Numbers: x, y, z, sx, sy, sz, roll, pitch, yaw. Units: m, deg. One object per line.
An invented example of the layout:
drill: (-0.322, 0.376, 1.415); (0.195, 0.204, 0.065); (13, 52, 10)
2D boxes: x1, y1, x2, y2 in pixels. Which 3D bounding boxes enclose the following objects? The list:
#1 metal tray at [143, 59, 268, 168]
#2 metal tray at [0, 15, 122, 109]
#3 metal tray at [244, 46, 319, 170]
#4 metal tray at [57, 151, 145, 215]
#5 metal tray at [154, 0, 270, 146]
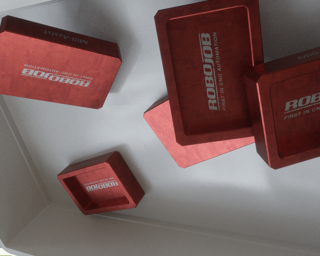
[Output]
metal tray: (0.055, -0.011, 0.369); (0.130, 0.030, 0.090); (-27, 104, 37)
metal tray: (-0.122, -0.072, 0.372); (0.131, 0.030, 0.089); (8, 136, -26)
metal tray: (0.147, -0.024, 0.271); (0.131, 0.030, 0.089); (-17, 114, 0)
metal tray: (-0.100, 0.095, 0.514); (0.130, 0.030, 0.090); (-19, 109, 35)
metal tray: (0.051, -0.053, 0.298); (0.090, 0.030, 0.129); (-9, 106, 8)
